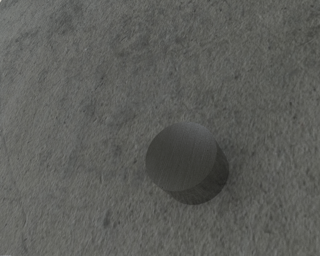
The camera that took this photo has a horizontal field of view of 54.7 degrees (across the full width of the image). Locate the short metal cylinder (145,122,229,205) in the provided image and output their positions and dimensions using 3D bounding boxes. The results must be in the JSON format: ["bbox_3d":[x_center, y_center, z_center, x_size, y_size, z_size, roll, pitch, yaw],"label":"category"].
[{"bbox_3d":[0.031,0.040,0.346,0.080,0.050,0.080,-13,56,20],"label":"short metal cylinder"}]
